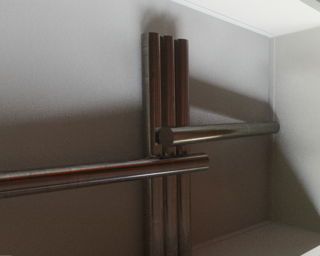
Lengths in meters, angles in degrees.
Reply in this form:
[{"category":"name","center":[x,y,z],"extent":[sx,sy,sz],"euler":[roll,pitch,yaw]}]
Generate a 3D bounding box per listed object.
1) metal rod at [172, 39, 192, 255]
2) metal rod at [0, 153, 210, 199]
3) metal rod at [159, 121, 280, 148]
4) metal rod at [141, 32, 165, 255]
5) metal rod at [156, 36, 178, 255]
[{"category":"metal rod","center":[0.030,0.028,0.432],"extent":[0.025,0.025,0.298],"euler":[-2,91,-40]},{"category":"metal rod","center":[-0.067,0.049,0.329],"extent":[0.303,0.025,0.025],"euler":[-2,91,-34]},{"category":"metal rod","center":[0.112,0.005,0.479],"extent":[0.302,0.025,0.025],"euler":[-3,92,-46]},{"category":"metal rod","center":[-0.009,0.030,0.399],"extent":[0.025,0.025,0.298],"euler":[-2,91,-40]},{"category":"metal rod","center":[0.010,0.029,0.415],"extent":[0.025,0.025,0.298],"euler":[-2,91,-40]}]
